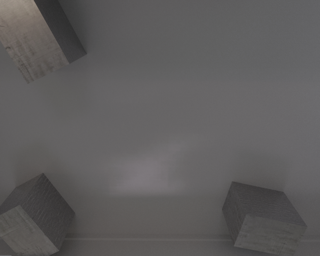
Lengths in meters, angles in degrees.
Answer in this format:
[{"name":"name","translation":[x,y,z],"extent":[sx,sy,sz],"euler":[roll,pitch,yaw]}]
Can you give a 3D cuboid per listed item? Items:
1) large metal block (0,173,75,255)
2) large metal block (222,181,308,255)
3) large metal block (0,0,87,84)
[{"name":"large metal block","translation":[-0.171,0.122,0.425],"extent":[0.050,0.080,0.080],"euler":[-28,108,10]},{"name":"large metal block","translation":[0.139,0.123,0.428],"extent":[0.080,0.080,0.050],"euler":[12,110,-5]},{"name":"large metal block","translation":[-0.131,-0.103,0.343],"extent":[0.050,0.080,0.080],"euler":[-24,109,8]}]
